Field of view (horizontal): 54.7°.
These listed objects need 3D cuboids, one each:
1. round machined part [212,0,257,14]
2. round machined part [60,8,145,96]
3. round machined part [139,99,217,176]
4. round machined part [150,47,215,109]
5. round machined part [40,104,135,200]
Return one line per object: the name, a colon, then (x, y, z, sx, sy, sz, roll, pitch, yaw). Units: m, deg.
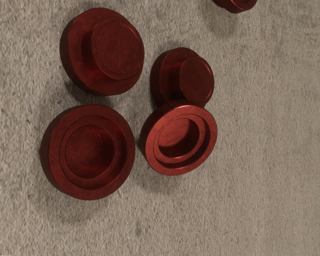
round machined part: (0.112, -0.230, 0.490, 0.099, 0.042, 0.097, 0, 90, -40)
round machined part: (-0.057, -0.085, 0.347, 0.099, 0.042, 0.097, 0, 90, -40)
round machined part: (0.020, 0.009, 0.395, 0.099, 0.042, 0.097, -11, 119, -19)
round machined part: (0.037, -0.062, 0.427, 0.099, 0.042, 0.097, 0, 90, -40)
round machined part: (-0.078, 0.024, 0.330, 0.099, 0.042, 0.097, 0, 90, -40)
